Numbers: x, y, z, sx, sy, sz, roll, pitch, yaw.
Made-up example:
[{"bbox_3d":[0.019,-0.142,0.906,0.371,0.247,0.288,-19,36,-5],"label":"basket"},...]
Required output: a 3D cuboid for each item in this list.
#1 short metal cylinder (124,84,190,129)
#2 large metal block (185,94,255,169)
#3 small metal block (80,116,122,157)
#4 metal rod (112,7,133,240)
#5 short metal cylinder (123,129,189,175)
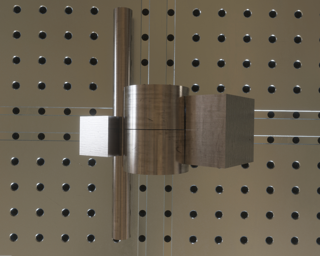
[{"bbox_3d":[-0.004,-0.024,0.382,0.081,0.080,0.050,1,90,0],"label":"short metal cylinder"},{"bbox_3d":[0.075,0.003,0.375,0.050,0.081,0.079,1,91,38],"label":"large metal block"},{"bbox_3d":[-0.076,0.010,0.398,0.050,0.025,0.050,0,89,34],"label":"small metal block"},{"bbox_3d":[-0.050,-0.006,0.408,0.025,0.025,0.298,0,90,0],"label":"metal rod"},{"bbox_3d":[-0.004,0.027,0.382,0.081,0.080,0.050,1,90,0],"label":"short metal cylinder"}]
